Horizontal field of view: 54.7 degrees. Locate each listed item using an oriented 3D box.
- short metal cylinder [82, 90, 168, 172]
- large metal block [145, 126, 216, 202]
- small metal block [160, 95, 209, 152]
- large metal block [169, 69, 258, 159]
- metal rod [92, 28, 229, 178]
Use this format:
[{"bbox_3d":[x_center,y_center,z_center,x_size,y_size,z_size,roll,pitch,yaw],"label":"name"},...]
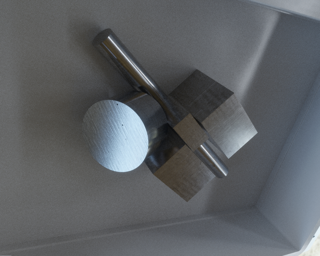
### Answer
[{"bbox_3d":[-0.038,0.002,0.345,0.050,0.080,0.079,-36,145,-60],"label":"short metal cylinder"},{"bbox_3d":[0.015,0.038,0.406,0.050,0.080,0.080,-43,130,1],"label":"large metal block"},{"bbox_3d":[0.026,-0.006,0.373,0.025,0.050,0.050,-42,130,0],"label":"small metal block"},{"bbox_3d":[0.068,-0.019,0.400,0.050,0.080,0.080,-42,130,1],"label":"large metal block"},{"bbox_3d":[0.021,-0.011,0.414,0.025,0.025,0.300,-43,130,1],"label":"metal rod"}]
